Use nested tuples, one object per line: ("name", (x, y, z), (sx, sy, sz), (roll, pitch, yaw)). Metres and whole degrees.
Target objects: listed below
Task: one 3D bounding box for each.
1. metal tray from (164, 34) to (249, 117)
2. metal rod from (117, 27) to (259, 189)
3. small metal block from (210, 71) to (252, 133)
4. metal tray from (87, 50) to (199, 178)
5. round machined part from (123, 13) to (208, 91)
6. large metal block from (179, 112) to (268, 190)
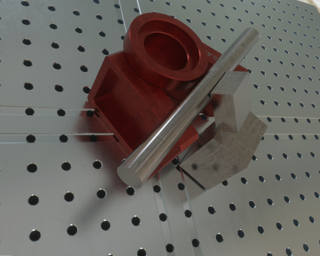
("metal tray", (0.046, -0.075, 0.438), (0.131, 0.090, 0.030), (28, 53, -11))
("metal rod", (0.053, -0.046, 0.350), (0.025, 0.025, 0.301), (42, 51, 0))
("small metal block", (0.082, -0.030, 0.352), (0.025, 0.050, 0.050), (9, 42, 32))
("metal tray", (-0.025, -0.014, 0.362), (0.030, 0.090, 0.130), (-33, 81, -38))
("round machined part", (0.003, -0.084, 0.363), (0.099, 0.042, 0.098), (14, 56, -21))
("large metal block", (0.081, 0.023, 0.400), (0.050, 0.080, 0.080), (42, 51, 0))
